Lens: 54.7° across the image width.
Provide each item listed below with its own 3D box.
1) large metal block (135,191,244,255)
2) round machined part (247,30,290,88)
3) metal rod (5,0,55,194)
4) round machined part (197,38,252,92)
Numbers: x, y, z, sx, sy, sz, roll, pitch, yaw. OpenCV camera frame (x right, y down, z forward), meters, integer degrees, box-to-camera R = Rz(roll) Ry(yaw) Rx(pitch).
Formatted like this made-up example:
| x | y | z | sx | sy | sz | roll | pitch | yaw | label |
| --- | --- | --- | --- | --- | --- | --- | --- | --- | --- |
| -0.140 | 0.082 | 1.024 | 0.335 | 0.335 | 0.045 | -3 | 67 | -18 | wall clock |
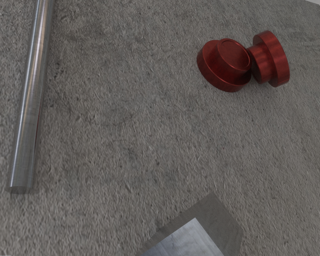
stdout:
| x | y | z | sx | sy | sz | roll | pitch | yaw | label |
| --- | --- | --- | --- | --- | --- | --- | --- | --- | --- |
| 0.028 | 0.113 | 0.295 | 0.050 | 0.080 | 0.080 | 53 | 18 | 9 | large metal block |
| 0.182 | -0.115 | 0.538 | 0.042 | 0.098 | 0.098 | -23 | 69 | 7 | round machined part |
| -0.147 | -0.071 | 0.367 | 0.025 | 0.025 | 0.299 | 8 | 58 | -24 | metal rod |
| 0.115 | -0.112 | 0.523 | 0.099 | 0.042 | 0.098 | 14 | 56 | -21 | round machined part |
